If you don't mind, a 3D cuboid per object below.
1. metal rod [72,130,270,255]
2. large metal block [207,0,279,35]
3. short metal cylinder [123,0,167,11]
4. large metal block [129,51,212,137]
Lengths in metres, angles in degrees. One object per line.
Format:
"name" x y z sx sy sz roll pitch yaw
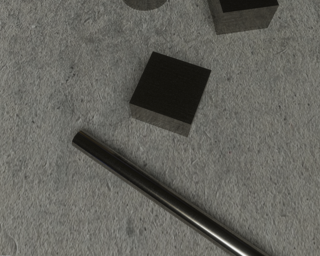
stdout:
"metal rod" 0.018 0.092 0.374 0.301 0.025 0.025 33 73 11
"large metal block" 0.120 -0.194 0.467 0.081 0.050 0.080 -9 70 -4
"short metal cylinder" -0.024 -0.231 0.479 0.081 0.050 0.080 0 70 0
"large metal block" 0.014 -0.044 0.411 0.080 0.050 0.080 20 71 7
